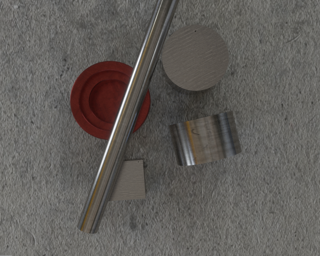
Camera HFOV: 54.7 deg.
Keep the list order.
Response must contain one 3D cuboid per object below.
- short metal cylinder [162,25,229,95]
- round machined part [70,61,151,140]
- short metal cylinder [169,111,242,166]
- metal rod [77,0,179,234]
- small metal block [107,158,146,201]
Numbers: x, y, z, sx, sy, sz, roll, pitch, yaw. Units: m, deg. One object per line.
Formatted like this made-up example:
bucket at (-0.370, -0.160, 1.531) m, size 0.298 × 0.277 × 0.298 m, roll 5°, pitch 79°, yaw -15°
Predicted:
short metal cylinder at (0.043, -0.085, 0.398) m, size 0.081 × 0.050 × 0.079 m, roll 0°, pitch 90°, yaw 0°
round machined part at (-0.061, -0.034, 0.401) m, size 0.099 × 0.042 × 0.097 m, roll 0°, pitch 90°, yaw 0°
short metal cylinder at (0.055, 0.012, 0.383) m, size 0.080 × 0.080 × 0.050 m, roll -13°, pitch 90°, yaw 0°
metal rod at (-0.036, -0.021, 0.367) m, size 0.025 × 0.025 × 0.299 m, roll 19°, pitch 90°, yaw 0°
small metal block at (-0.045, 0.067, 0.410) m, size 0.050 × 0.025 × 0.050 m, roll -4°, pitch 90°, yaw 0°
